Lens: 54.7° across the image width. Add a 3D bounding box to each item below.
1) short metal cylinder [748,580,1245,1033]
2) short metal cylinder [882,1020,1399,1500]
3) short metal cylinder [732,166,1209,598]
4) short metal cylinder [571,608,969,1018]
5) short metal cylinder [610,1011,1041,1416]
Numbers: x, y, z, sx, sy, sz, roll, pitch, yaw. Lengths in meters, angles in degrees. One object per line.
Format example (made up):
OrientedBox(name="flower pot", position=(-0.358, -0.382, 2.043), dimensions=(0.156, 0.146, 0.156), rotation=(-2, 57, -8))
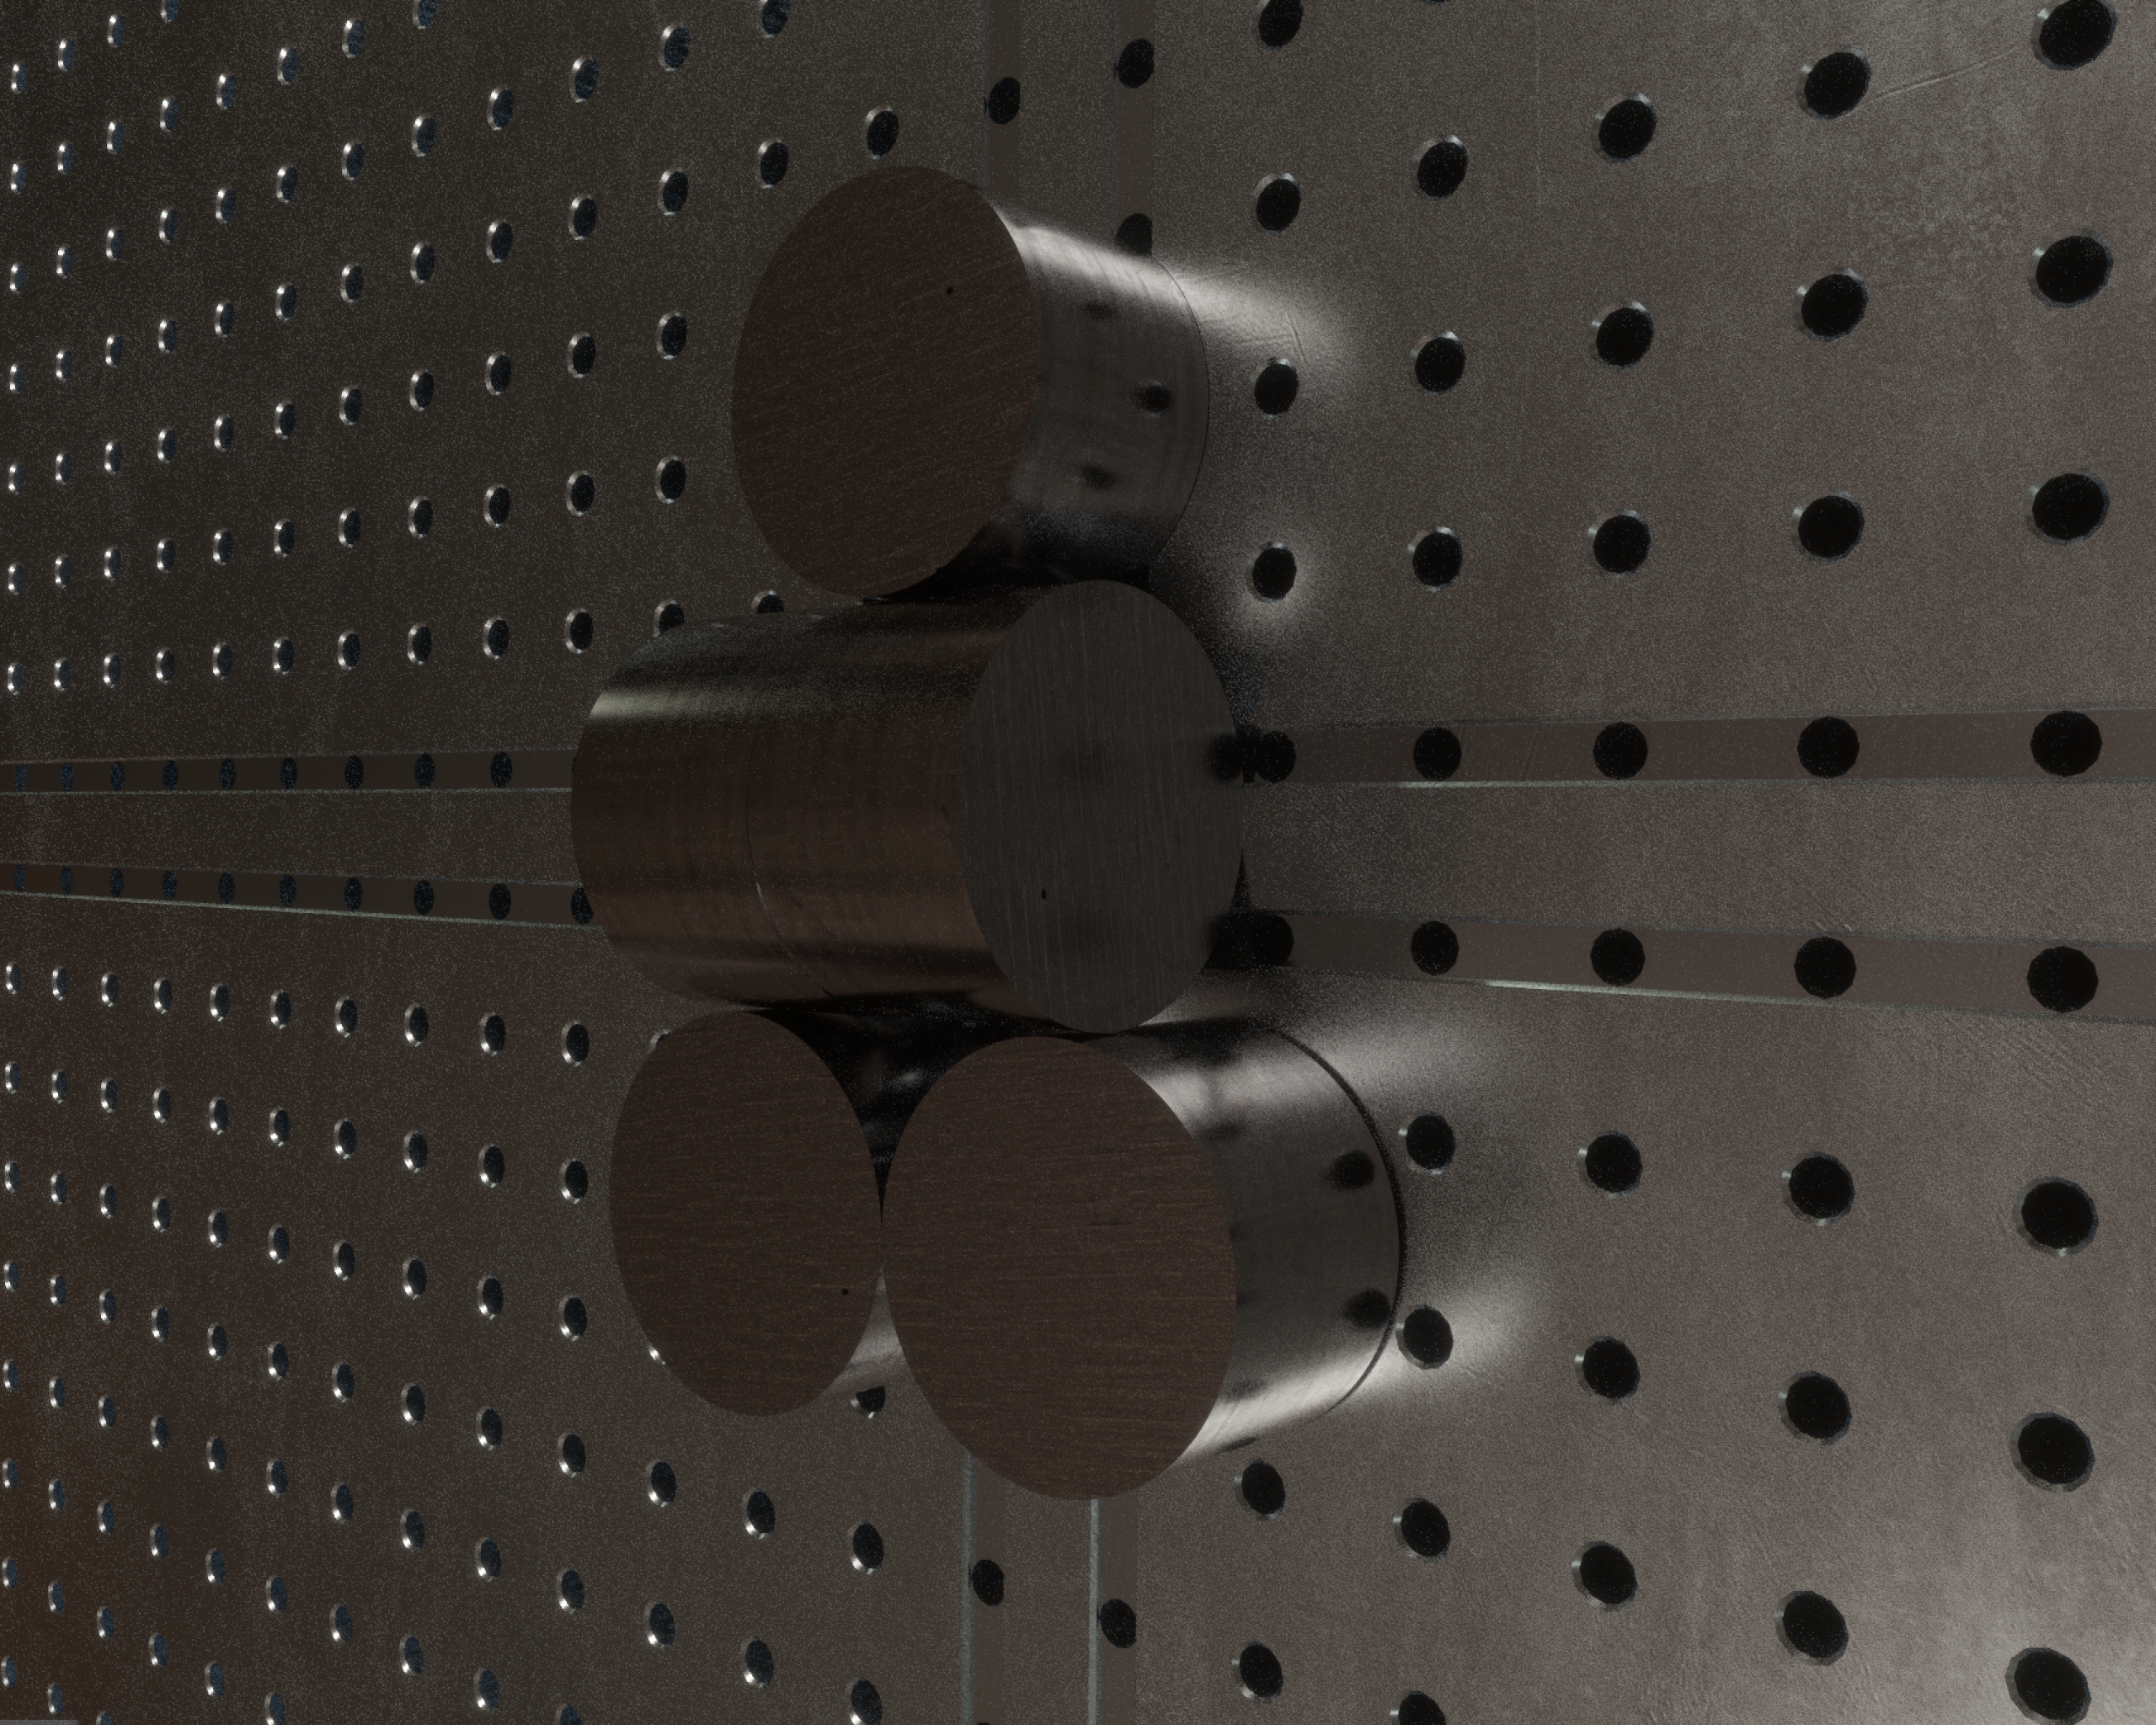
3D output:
OrientedBox(name="short metal cylinder", position=(-0.013, -0.010, 0.383), dimensions=(0.050, 0.081, 0.079), rotation=(1, 91, 40))
OrientedBox(name="short metal cylinder", position=(0.011, 0.070, 0.381), dimensions=(0.080, 0.050, 0.079), rotation=(0, 90, 39))
OrientedBox(name="short metal cylinder", position=(-0.022, -0.090, 0.409), dimensions=(0.080, 0.050, 0.079), rotation=(0, 90, 39))
OrientedBox(name="short metal cylinder", position=(-0.052, -0.010, 0.415), dimensions=(0.050, 0.081, 0.079), rotation=(1, 91, 40))
OrientedBox(name="short metal cylinder", position=(-0.051, 0.069, 0.432), dimensions=(0.080, 0.050, 0.079), rotation=(0, 90, 39))
